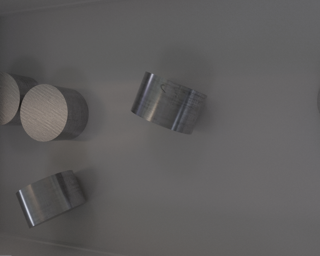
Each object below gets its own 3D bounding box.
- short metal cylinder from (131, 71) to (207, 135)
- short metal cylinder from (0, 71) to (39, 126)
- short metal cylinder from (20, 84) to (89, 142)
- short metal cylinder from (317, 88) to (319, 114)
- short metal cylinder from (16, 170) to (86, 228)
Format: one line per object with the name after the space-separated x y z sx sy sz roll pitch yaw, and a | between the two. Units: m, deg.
0.011 -0.031 0.377 0.080 0.080 0.050 24 98 18 | short metal cylinder
-0.229 -0.043 0.478 0.080 0.050 0.080 0 90 20 | short metal cylinder
-0.153 -0.021 0.451 0.080 0.050 0.080 0 90 20 | short metal cylinder
0.212 -0.031 0.322 0.080 0.050 0.080 0 90 20 | short metal cylinder
-0.151 0.099 0.435 0.080 0.080 0.050 -28 81 18 | short metal cylinder
